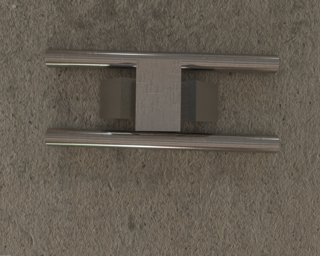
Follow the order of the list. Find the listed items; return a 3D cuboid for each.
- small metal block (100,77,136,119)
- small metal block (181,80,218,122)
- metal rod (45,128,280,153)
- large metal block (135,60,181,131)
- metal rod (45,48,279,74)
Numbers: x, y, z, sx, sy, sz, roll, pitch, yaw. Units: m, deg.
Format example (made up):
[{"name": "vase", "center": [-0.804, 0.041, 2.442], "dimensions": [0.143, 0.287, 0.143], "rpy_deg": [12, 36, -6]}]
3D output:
[{"name": "small metal block", "center": [-0.053, -0.037, 0.397], "dimensions": [0.025, 0.050, 0.050], "rpy_deg": [1, 91, -40]}, {"name": "small metal block", "center": [0.051, -0.033, 0.398], "dimensions": [0.025, 0.050, 0.050], "rpy_deg": [0, 90, 41]}, {"name": "metal rod", "center": [0.004, 0.017, 0.411], "dimensions": [0.302, 0.025, 0.025], "rpy_deg": [2, 90, -1]}, {"name": "large metal block", "center": [-0.002, -0.037, 0.386], "dimensions": [0.050, 0.080, 0.079], "rpy_deg": [1, 90, 0]}, {"name": "metal rod", "center": [0.003, -0.089, 0.411], "dimensions": [0.302, 0.025, 0.025], "rpy_deg": [1, 90, -1]}]
